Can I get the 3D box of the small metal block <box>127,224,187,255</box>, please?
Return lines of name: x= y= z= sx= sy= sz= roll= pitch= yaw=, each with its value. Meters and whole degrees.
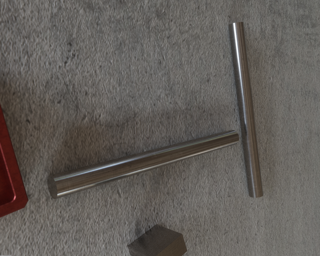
small metal block: x=-0.003 y=0.151 z=0.388 sx=0.050 sy=0.050 sz=0.025 roll=-27 pitch=107 yaw=-37

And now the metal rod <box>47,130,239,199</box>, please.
metal rod: x=0.005 y=0.038 z=0.410 sx=0.302 sy=0.025 sz=0.025 roll=-11 pitch=97 yaw=-40

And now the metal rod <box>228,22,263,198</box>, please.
metal rod: x=0.148 y=-0.026 z=0.532 sx=0.025 sy=0.025 sz=0.298 roll=-15 pitch=100 yaw=-39

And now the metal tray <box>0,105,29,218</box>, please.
metal tray: x=-0.175 y=0.020 z=0.255 sx=0.091 sy=0.030 sz=0.129 roll=-19 pitch=103 yaw=-39
